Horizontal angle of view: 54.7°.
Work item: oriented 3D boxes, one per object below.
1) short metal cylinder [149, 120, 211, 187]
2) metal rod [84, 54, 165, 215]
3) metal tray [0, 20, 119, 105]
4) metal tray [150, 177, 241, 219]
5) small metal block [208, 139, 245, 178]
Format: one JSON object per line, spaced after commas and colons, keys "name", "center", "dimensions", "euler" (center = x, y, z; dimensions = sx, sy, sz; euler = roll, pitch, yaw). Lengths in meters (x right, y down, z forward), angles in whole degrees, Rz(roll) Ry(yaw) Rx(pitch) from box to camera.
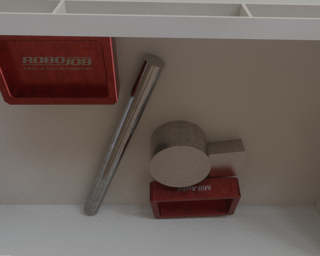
{"name": "short metal cylinder", "center": [0.026, 0.036, 0.424], "dimensions": [0.081, 0.050, 0.079], "euler": [0, 130, 0]}
{"name": "metal rod", "center": [-0.061, 0.031, 0.434], "dimensions": [0.025, 0.025, 0.298], "euler": [17, 128, -14]}
{"name": "metal tray", "center": [-0.115, -0.070, 0.344], "dimensions": [0.131, 0.030, 0.089], "euler": [0, 130, -1]}
{"name": "metal tray", "center": [0.053, 0.112, 0.485], "dimensions": [0.131, 0.030, 0.090], "euler": [-3, 147, 2]}
{"name": "small metal block", "center": [0.094, 0.045, 0.449], "dimensions": [0.050, 0.025, 0.050], "euler": [-6, 130, 4]}
